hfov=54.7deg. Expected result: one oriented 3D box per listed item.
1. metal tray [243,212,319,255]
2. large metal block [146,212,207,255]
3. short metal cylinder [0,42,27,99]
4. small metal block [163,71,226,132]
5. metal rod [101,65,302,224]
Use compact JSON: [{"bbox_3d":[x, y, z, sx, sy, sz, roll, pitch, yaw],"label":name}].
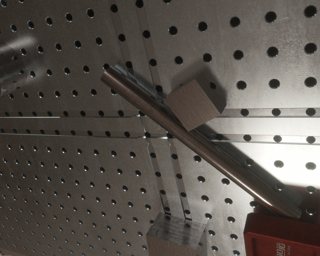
[{"bbox_3d":[0.163,0.168,0.408,0.090,0.030,0.129,4,133,25],"label":"metal tray"},{"bbox_3d":[0.029,0.191,0.497,0.080,0.050,0.079,8,122,23],"label":"large metal block"},{"bbox_3d":[-0.254,-0.086,0.473,0.080,0.050,0.079,13,124,20],"label":"short metal cylinder"},{"bbox_3d":[0.042,-0.031,0.369,0.050,0.025,0.050,-30,102,37],"label":"small metal block"},{"bbox_3d":[0.050,0.020,0.396,0.300,0.025,0.025,37,129,2],"label":"metal rod"}]
